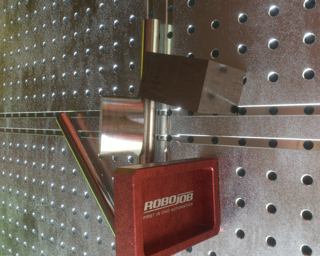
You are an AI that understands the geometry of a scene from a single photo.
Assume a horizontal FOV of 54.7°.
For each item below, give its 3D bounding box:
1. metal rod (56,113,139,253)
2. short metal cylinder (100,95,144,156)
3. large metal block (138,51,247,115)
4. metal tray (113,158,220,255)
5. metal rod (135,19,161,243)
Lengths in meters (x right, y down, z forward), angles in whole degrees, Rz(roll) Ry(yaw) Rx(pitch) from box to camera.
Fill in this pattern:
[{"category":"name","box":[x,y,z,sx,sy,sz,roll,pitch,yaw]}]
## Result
[{"category":"metal rod","box":[-0.096,0.093,0.488,0.025,0.025,0.299,-49,61,29]},{"category":"short metal cylinder","box":[-0.054,-0.002,0.413,0.080,0.050,0.079,-177,89,-76]},{"category":"large metal block","box":[0.036,-0.049,0.344,0.080,0.081,0.050,19,102,38]},{"category":"metal tray","box":[0.013,0.081,0.329,0.030,0.131,0.089,-4,88,44]},{"category":"metal rod","box":[-0.017,0.005,0.423,0.025,0.025,0.298,4,93,40]}]
